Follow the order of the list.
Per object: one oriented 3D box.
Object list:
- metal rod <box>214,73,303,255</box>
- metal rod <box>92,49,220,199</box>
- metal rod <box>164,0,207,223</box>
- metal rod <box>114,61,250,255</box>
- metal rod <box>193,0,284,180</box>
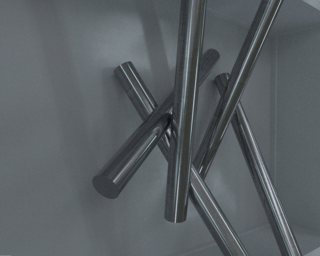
[{"bbox_3d":[0.139,0.055,0.443,0.025,0.025,0.299,0,65,-40],"label":"metal rod"},{"bbox_3d":[0.018,-0.031,0.362,0.025,0.025,0.301,63,37,-21],"label":"metal rod"},{"bbox_3d":[0.027,-0.047,0.311,0.025,0.025,0.298,-6,106,-40],"label":"metal rod"},{"bbox_3d":[0.033,0.055,0.356,0.025,0.025,0.299,-27,83,-37],"label":"metal rod"},{"bbox_3d":[0.099,-0.053,0.411,0.025,0.025,0.298,8,110,-40],"label":"metal rod"}]
